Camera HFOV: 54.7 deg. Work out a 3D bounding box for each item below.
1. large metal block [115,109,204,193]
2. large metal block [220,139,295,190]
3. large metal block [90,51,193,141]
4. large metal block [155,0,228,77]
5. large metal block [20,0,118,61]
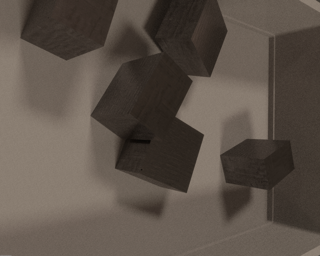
[{"bbox_3d":[0.002,0.029,0.394,0.080,0.050,0.080,30,71,-37],"label":"large metal block"},{"bbox_3d":[0.160,0.056,0.508,0.081,0.080,0.050,-24,105,-38],"label":"large metal block"},{"bbox_3d":[-0.022,-0.034,0.354,0.050,0.080,0.080,41,65,-33],"label":"large metal block"},{"bbox_3d":[0.046,-0.125,0.414,0.080,0.050,0.080,47,60,-54],"label":"large metal block"},{"bbox_3d":[-0.085,-0.119,0.301,0.050,0.080,0.080,24,75,-38],"label":"large metal block"}]
